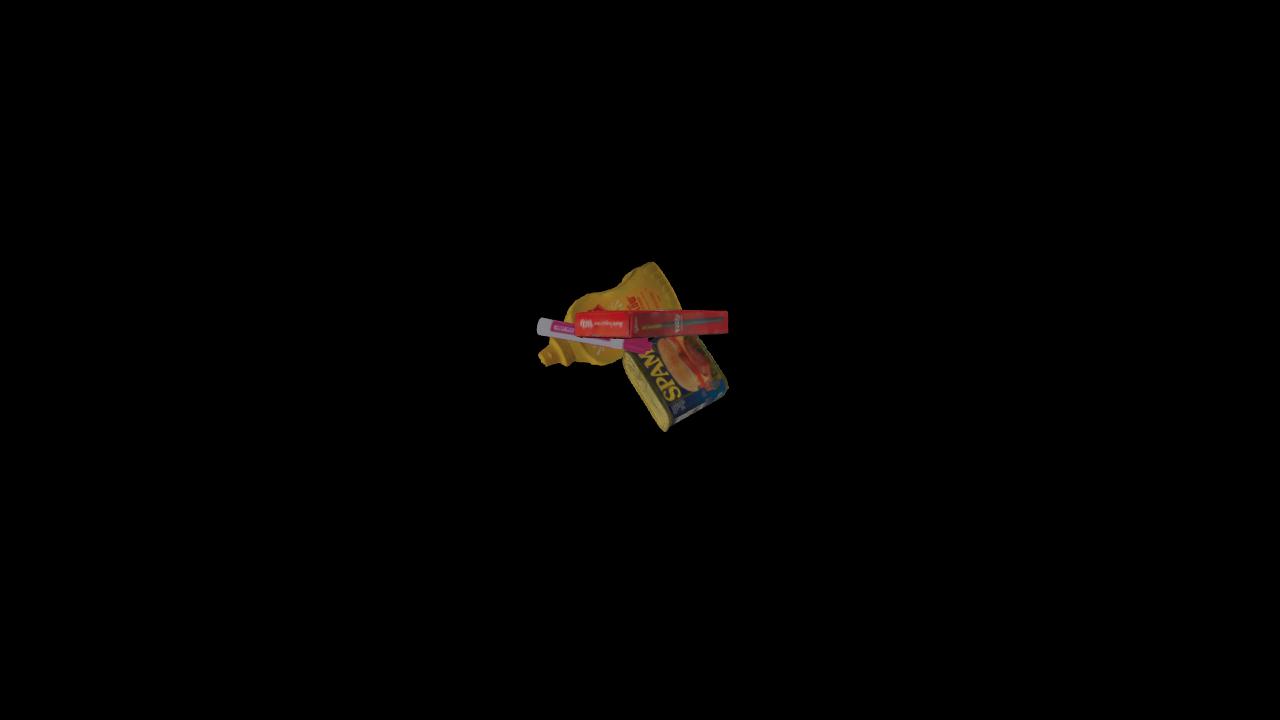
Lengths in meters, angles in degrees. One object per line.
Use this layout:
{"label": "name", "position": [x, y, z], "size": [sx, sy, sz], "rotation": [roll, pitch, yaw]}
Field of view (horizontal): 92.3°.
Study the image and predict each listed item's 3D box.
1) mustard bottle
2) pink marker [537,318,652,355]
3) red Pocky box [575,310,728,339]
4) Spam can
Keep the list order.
{"label": "mustard bottle", "position": [-0.042, -0.042, 0.756], "size": [0.184, 0.092, 0.054], "rotation": [-29, 12, -16]}
{"label": "pink marker", "position": [-0.047, -0.024, 0.635], "size": [0.121, 0.020, 0.020], "rotation": [11, 2, 9]}
{"label": "red Pocky box", "position": [0.016, -0.039, 0.647], "size": [0.083, 0.028, 0.155], "rotation": [5, 7, 44]}
{"label": "Spam can", "position": [0.041, 0.018, 0.717], "size": [0.085, 0.101, 0.058], "rotation": [-27, -18, -16]}
